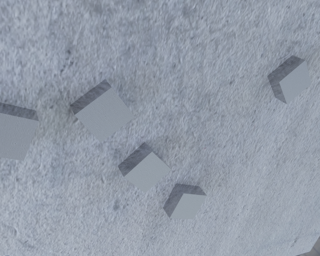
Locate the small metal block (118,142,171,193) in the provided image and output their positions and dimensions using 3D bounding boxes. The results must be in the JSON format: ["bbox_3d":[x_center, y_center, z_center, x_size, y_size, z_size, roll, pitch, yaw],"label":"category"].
[{"bbox_3d":[-0.021,0.056,0.431,0.050,0.025,0.050,-42,130,1],"label":"small metal block"}]

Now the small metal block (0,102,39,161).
[{"bbox_3d":[-0.161,0.003,0.321,0.050,0.025,0.050,15,111,-35],"label":"small metal block"}]

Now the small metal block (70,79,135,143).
[{"bbox_3d":[-0.066,-0.019,0.360,0.050,0.025,0.050,-38,130,-3],"label":"small metal block"}]

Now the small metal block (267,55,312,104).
[{"bbox_3d":[0.198,-0.073,0.473,0.050,0.025,0.050,-40,130,-1],"label":"small metal block"}]

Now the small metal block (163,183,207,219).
[{"bbox_3d":[0.041,0.121,0.506,0.050,0.025,0.050,14,111,-34],"label":"small metal block"}]
